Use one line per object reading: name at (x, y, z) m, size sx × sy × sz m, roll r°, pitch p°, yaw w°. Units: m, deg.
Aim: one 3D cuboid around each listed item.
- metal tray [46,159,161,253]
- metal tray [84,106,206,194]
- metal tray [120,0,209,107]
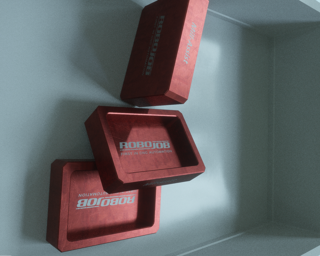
metal tray at (-0.058, 0.082, 0.356) m, size 0.131 × 0.030 × 0.089 m, roll 5°, pitch 87°, yaw -40°
metal tray at (-0.014, 0.022, 0.363) m, size 0.131 × 0.030 × 0.090 m, roll 0°, pitch 59°, yaw -42°
metal tray at (0.003, -0.092, 0.368) m, size 0.030 × 0.090 × 0.129 m, roll 21°, pitch 77°, yaw -39°
